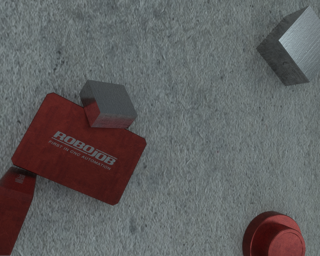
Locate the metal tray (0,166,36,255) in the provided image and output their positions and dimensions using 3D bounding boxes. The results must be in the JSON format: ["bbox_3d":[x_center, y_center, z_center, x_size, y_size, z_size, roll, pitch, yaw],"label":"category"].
[{"bbox_3d":[-0.152,0.091,0.297,0.030,0.130,0.090,22,83,-19],"label":"metal tray"}]

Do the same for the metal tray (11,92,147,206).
[{"bbox_3d":[-0.093,0.026,0.373,0.131,0.030,0.090,28,81,-18],"label":"metal tray"}]

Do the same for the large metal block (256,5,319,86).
[{"bbox_3d":[0.210,-0.123,0.475,0.080,0.050,0.080,46,75,-15],"label":"large metal block"}]

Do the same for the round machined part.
[{"bbox_3d":[0.178,0.180,0.468,0.099,0.042,0.097,0,90,-21],"label":"round machined part"}]

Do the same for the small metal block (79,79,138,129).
[{"bbox_3d":[-0.061,-0.027,0.365,0.050,0.025,0.050,3,50,-42],"label":"small metal block"}]
